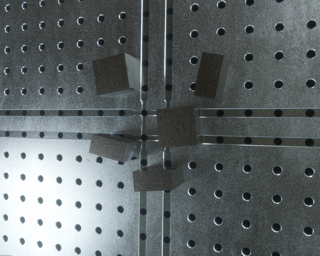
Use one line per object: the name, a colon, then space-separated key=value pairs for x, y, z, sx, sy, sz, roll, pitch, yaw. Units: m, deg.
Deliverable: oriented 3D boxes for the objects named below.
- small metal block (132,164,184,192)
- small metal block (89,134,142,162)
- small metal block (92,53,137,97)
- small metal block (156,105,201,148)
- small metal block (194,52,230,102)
small metal block: x=-0.001 y=0.064 z=0.399 sx=0.050 sy=0.050 sz=0.025 roll=-6 pitch=88 yaw=19
small metal block: x=-0.059 y=0.026 z=0.419 sx=0.050 sy=0.050 sz=0.025 roll=13 pitch=95 yaw=19
small metal block: x=-0.063 y=-0.073 z=0.434 sx=0.050 sy=0.025 sz=0.050 roll=-9 pitch=87 yaw=19
small metal block: x=0.025 y=-0.001 z=0.403 sx=0.050 sy=0.025 sz=0.050 roll=-5 pitch=88 yaw=19
small metal block: x=0.064 y=-0.060 z=0.376 sx=0.025 sy=0.050 sz=0.050 roll=12 pitch=94 yaw=19
